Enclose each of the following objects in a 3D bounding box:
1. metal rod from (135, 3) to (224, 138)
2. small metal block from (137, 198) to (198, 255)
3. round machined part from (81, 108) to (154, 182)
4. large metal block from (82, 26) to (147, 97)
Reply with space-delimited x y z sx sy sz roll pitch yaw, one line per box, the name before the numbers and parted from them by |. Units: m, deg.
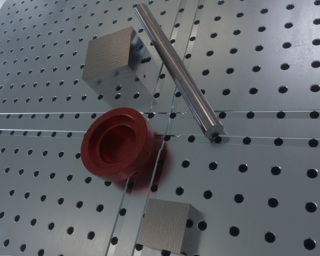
metal rod | 0.016 -0.103 0.463 0.025 0.025 0.300 -31 52 8
small metal block | 0.009 0.107 0.338 0.050 0.025 0.050 1 62 28
round machined part | -0.051 0.025 0.409 0.098 0.042 0.098 -13 56 21
large metal block | -0.071 -0.105 0.494 0.080 0.050 0.080 -12 57 21
